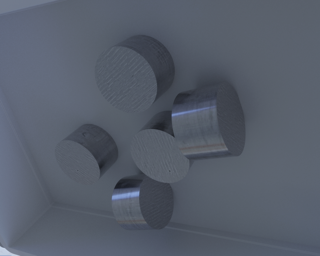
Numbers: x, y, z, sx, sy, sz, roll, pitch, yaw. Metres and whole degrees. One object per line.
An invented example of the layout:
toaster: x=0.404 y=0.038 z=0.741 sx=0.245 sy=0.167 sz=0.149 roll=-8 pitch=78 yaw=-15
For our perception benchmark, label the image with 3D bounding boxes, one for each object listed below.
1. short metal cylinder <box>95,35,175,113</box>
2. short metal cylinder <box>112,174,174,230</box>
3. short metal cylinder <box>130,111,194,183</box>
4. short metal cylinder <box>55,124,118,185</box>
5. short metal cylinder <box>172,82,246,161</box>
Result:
short metal cylinder: x=-0.029 y=-0.064 z=0.368 sx=0.080 sy=0.050 sz=0.079 roll=13 pitch=124 yaw=21
short metal cylinder: x=-0.023 y=0.107 z=0.452 sx=0.050 sy=0.080 sz=0.080 roll=-15 pitch=111 yaw=34
short metal cylinder: x=0.009 y=0.024 z=0.403 sx=0.080 sy=0.050 sz=0.079 roll=13 pitch=124 yaw=21
short metal cylinder: x=-0.112 y=0.040 z=0.477 sx=0.080 sy=0.050 sz=0.079 roll=13 pitch=124 yaw=21
short metal cylinder: x=0.056 y=-0.006 z=0.340 sx=0.050 sy=0.080 sz=0.080 roll=-10 pitch=113 yaw=33
